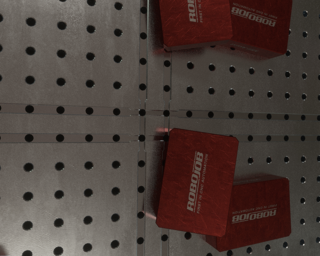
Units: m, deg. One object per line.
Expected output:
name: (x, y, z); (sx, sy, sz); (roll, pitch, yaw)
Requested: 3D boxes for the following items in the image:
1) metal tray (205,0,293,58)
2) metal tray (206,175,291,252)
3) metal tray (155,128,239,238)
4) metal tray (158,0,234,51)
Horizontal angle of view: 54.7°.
metal tray: (0.131, -0.163, 0.460); (0.131, 0.030, 0.089); (8, 87, -20)
metal tray: (0.132, 0.123, 0.461); (0.131, 0.030, 0.089); (-4, 91, -20)
metal tray: (0.049, 0.070, 0.412); (0.091, 0.030, 0.129); (9, 87, 2)
metal tray: (0.043, -0.174, 0.409); (0.091, 0.030, 0.129); (-7, 93, 2)
